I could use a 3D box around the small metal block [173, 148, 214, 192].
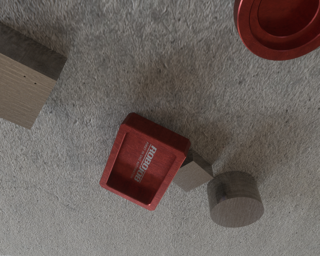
[{"bbox_3d":[0.044,0.064,0.462,0.050,0.025,0.050,-34,123,25],"label":"small metal block"}]

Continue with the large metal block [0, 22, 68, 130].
[{"bbox_3d":[-0.161,-0.056,0.342,0.080,0.050,0.080,27,125,-22],"label":"large metal block"}]

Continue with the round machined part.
[{"bbox_3d":[0.120,-0.118,0.297,0.099,0.042,0.097,0,130,0],"label":"round machined part"}]

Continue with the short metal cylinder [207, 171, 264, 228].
[{"bbox_3d":[0.117,0.113,0.489,0.081,0.050,0.079,0,130,0],"label":"short metal cylinder"}]

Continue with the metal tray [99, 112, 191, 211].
[{"bbox_3d":[-0.024,0.051,0.429,0.090,0.030,0.129,26,127,1],"label":"metal tray"}]
